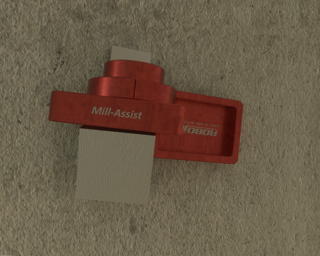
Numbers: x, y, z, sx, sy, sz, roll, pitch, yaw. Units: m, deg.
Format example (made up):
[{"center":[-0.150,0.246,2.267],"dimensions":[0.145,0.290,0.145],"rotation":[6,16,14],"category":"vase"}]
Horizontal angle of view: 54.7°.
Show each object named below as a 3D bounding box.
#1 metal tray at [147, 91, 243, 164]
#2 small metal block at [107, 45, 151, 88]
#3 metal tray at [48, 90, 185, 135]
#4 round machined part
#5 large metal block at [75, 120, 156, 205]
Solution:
[{"center":[0.048,0.000,0.426],"dimensions":[0.131,0.030,0.089],"rotation":[7,88,-20],"category":"metal tray"},{"center":[-0.042,-0.073,0.396],"dimensions":[0.050,0.025,0.050],"rotation":[7,88,-20],"category":"small metal block"},{"center":[-0.043,-0.014,0.342],"dimensions":[0.131,0.090,0.030],"rotation":[6,89,-2],"category":"metal tray"},{"center":[-0.030,-0.048,0.349],"dimensions":[0.099,0.098,0.042],"rotation":[6,88,-20],"category":"round machined part"},{"center":[-0.049,0.038,0.360],"dimensions":[0.081,0.050,0.079],"rotation":[6,101,-3],"category":"large metal block"}]
